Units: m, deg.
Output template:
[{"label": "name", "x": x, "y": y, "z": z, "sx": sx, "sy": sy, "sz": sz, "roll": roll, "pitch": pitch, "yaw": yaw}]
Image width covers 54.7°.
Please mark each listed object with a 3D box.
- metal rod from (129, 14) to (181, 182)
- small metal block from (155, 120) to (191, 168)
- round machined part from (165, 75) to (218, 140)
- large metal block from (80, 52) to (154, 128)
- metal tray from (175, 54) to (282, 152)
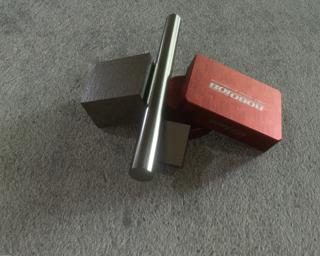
[{"label": "metal rod", "x": 0.002, "y": -0.064, "z": 0.404, "sx": 0.025, "sy": 0.025, "sz": 0.300, "roll": 6, "pitch": 48, "yaw": 5}, {"label": "small metal block", "x": 0.008, "y": 0.019, "z": 0.376, "sx": 0.050, "sy": 0.025, "sz": 0.050, "roll": 12, "pitch": 76, "yaw": 10}, {"label": "round machined part", "x": 0.033, "y": -0.034, "z": 0.422, "sx": 0.099, "sy": 0.042, "sz": 0.098, "roll": 0, "pitch": 50, "yaw": 0}, {"label": "large metal block", "x": -0.049, "y": -0.050, "z": 0.416, "sx": 0.080, "sy": 0.050, "sz": 0.080, "roll": -6, "pitch": 48, "yaw": 18}, {"label": "metal tray", "x": 0.093, "y": -0.034, "z": 0.401, "sx": 0.131, "sy": 0.030, "sz": 0.090, "roll": 23, "pitch": 52, "yaw": -8}]
